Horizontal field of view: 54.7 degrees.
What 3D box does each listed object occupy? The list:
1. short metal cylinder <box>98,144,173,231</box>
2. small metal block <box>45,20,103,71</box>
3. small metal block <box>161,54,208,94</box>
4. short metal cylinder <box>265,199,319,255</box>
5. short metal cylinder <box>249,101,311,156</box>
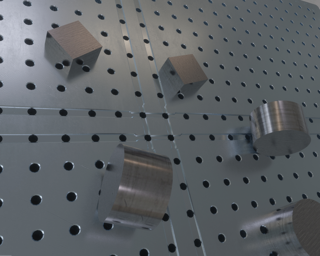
[{"bbox_3d":[-0.027,0.061,0.321,0.050,0.080,0.080,17,55,-19],"label":"short metal cylinder"},{"bbox_3d":[-0.115,-0.110,0.414,0.050,0.025,0.050,48,51,5],"label":"small metal block"},{"bbox_3d":[0.038,-0.085,0.480,0.050,0.025,0.050,-17,71,-35],"label":"small metal block"},{"bbox_3d":[0.187,0.139,0.408,0.081,0.050,0.080,14,56,-21],"label":"short metal cylinder"},{"bbox_3d":[0.179,0.003,0.468,0.081,0.080,0.050,15,56,-20],"label":"short metal cylinder"}]
